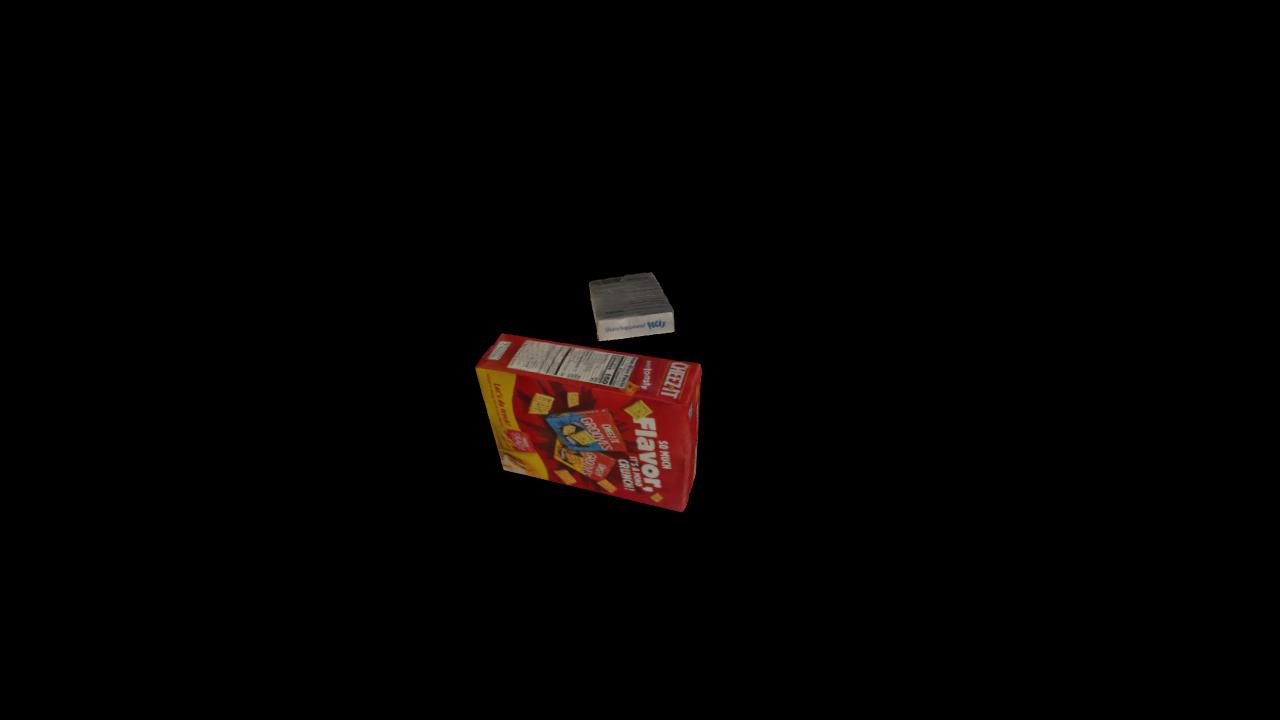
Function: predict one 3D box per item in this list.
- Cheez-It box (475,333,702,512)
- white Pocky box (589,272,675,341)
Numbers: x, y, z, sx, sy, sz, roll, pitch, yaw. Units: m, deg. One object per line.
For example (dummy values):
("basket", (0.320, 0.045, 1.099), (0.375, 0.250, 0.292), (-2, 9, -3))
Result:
("Cheez-It box", (-0.050, 0.067, 0.661), (0.223, 0.166, 0.071), (10, 42, 14))
("white Pocky box", (-0.014, -0.065, 0.706), (0.084, 0.028, 0.154), (-8, 24, -5))
